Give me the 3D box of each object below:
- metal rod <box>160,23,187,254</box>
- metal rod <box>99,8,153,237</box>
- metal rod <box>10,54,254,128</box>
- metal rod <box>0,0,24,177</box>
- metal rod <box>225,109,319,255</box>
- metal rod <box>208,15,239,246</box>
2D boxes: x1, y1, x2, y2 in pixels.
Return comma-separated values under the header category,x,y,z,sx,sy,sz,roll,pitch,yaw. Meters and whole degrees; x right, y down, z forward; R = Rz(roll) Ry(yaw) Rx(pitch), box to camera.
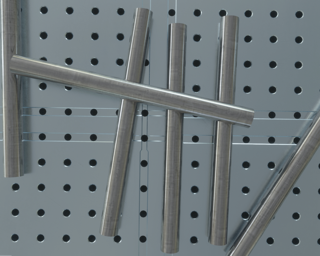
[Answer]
category,x,y,z,sx,sy,sz,roll,pitch,yaw
metal rod,0.018,0.013,0.413,0.025,0.025,0.298,2,90,0
metal rod,-0.045,-0.008,0.413,0.025,0.025,0.298,9,90,0
metal rod,-0.034,-0.046,0.387,0.301,0.025,0.025,13,90,0
metal rod,-0.197,-0.085,0.412,0.025,0.025,0.298,-1,90,0
metal rod,0.179,0.052,0.414,0.025,0.025,0.299,33,90,0
metal rod,0.085,0.003,0.413,0.025,0.025,0.298,3,90,0
